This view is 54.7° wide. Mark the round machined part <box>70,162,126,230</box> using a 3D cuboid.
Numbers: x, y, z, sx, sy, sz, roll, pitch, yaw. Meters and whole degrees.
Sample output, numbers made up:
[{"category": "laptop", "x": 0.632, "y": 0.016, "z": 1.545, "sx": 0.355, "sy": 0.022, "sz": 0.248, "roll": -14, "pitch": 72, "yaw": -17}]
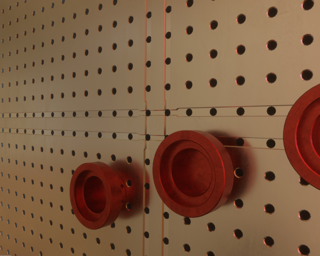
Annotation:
[{"category": "round machined part", "x": -0.091, "y": 0.100, "z": 0.471, "sx": 0.098, "sy": 0.042, "sz": 0.097, "roll": 0, "pitch": 90, "yaw": 39}]

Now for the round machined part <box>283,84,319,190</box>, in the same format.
[{"category": "round machined part", "x": 0.162, "y": 0.008, "z": 0.264, "sx": 0.098, "sy": 0.042, "sz": 0.097, "roll": 0, "pitch": 90, "yaw": 39}]

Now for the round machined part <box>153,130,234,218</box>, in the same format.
[{"category": "round machined part", "x": 0.042, "y": 0.051, "z": 0.362, "sx": 0.098, "sy": 0.042, "sz": 0.097, "roll": 0, "pitch": 90, "yaw": 39}]
